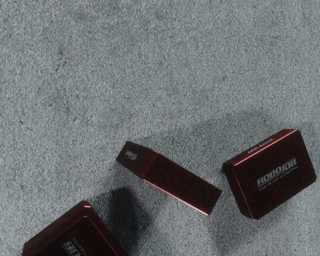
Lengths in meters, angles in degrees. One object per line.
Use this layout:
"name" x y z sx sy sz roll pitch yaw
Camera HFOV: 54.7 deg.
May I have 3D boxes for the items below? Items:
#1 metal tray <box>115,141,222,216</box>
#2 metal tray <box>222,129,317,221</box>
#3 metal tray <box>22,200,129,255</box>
"metal tray" 0.003 0.054 0.368 0.090 0.130 0.030 32 82 -17
"metal tray" 0.168 0.067 0.468 0.131 0.030 0.090 -26 99 -18
"metal tray" -0.088 0.166 0.373 0.090 0.030 0.130 -37 102 -16
